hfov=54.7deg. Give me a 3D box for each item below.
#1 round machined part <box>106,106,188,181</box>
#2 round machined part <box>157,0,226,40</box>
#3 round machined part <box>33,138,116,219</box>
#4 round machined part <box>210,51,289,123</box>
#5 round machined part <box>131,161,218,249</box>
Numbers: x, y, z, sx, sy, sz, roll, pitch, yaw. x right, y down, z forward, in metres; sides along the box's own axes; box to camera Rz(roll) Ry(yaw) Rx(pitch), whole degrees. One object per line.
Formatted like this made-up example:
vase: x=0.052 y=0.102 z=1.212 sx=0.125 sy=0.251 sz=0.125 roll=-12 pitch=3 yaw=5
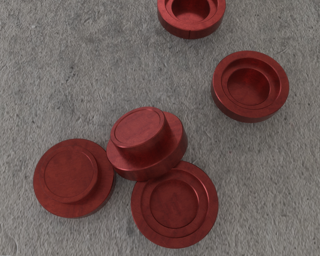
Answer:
round machined part: x=-0.020 y=0.011 z=0.370 sx=0.098 sy=0.042 sz=0.098 roll=-14 pitch=40 yaw=12
round machined part: x=0.045 y=-0.173 z=0.462 sx=0.099 sy=0.042 sz=0.098 roll=0 pitch=70 yaw=0
round machined part: x=-0.105 y=0.059 z=0.377 sx=0.099 sy=0.042 sz=0.098 roll=0 pitch=70 yaw=0
round machined part: x=0.117 y=-0.052 z=0.419 sx=0.099 sy=0.042 sz=0.098 roll=0 pitch=70 yaw=0
round machined part: x=0.016 y=0.090 z=0.366 sx=0.099 sy=0.042 sz=0.098 roll=0 pitch=70 yaw=0
